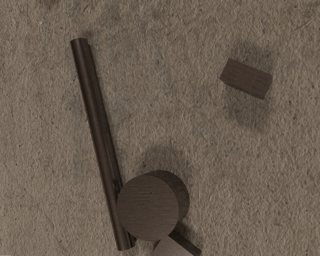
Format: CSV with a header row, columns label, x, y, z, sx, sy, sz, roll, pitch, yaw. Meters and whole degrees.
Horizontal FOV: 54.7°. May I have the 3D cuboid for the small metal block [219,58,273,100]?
label,x,y,z,sx,sy,sz,roll,pitch,yaw
small metal block,0.101,-0.056,0.360,0.050,0.050,0.025,27,99,17

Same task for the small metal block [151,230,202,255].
label,x,y,z,sx,sy,sz,roll,pitch,yaw
small metal block,0.018,0.168,0.402,0.050,0.025,0.050,34,101,16

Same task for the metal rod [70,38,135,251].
label,x,y,z,sx,sy,sz,roll,pitch,yaw
metal rod,-0.082,0.019,0.436,0.025,0.025,0.298,-16,85,19

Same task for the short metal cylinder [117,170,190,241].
label,x,y,z,sx,sy,sz,roll,pitch,yaw
short metal cylinder,-0.007,0.097,0.397,0.080,0.050,0.079,0,90,19
